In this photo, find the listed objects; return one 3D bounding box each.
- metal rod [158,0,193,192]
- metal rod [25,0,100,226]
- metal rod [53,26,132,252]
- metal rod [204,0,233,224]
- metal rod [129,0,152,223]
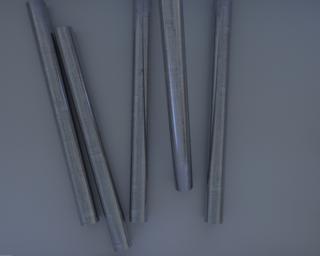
[{"bbox_3d":[0.018,-0.056,0.351,0.025,0.025,0.298,-6,115,0],"label":"metal rod"},{"bbox_3d":[-0.128,-0.020,0.409,0.025,0.025,0.298,-14,90,0],"label":"metal rod"},{"bbox_3d":[-0.088,0.014,0.410,0.025,0.025,0.298,-15,90,0],"label":"metal rod"},{"bbox_3d":[0.078,-0.025,0.412,0.025,0.025,0.298,2,90,-1],"label":"metal rod"},{"bbox_3d":[-0.026,-0.027,0.411,0.025,0.025,0.298,1,90,-1],"label":"metal rod"}]
